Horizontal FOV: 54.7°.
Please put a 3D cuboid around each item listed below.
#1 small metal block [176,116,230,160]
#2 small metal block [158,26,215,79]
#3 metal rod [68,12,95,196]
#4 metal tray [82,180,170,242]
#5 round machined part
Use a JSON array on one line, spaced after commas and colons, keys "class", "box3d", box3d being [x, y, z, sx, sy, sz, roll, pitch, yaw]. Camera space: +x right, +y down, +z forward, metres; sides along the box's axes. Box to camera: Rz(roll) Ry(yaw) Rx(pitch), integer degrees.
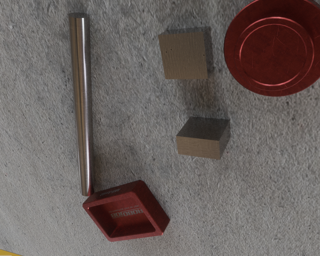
[{"class": "small metal block", "box3d": [0.053, 0.010, 0.368, 0.050, 0.050, 0.025, 6, 121, 25]}, {"class": "small metal block", "box3d": [0.030, -0.082, 0.340, 0.050, 0.025, 0.050, 4, 120, 26]}, {"class": "metal rod", "box3d": [-0.112, -0.013, 0.455, 0.025, 0.025, 0.298, 18, 126, 17]}, {"class": "metal tray", "box3d": [-0.059, 0.143, 0.520, 0.130, 0.030, 0.090, -22, 107, 36]}, {"class": "round machined part", "box3d": [0.109, -0.074, 0.293, 0.098, 0.042, 0.097, 13, 124, 20]}]
